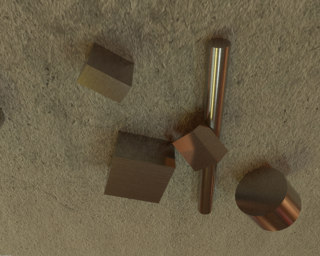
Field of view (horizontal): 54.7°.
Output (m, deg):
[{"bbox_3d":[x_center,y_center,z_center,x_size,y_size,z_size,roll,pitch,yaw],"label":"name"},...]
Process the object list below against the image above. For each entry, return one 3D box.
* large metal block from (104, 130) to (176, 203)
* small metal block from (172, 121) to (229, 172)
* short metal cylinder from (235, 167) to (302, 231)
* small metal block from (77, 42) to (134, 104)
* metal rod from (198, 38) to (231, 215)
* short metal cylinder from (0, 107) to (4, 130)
[{"bbox_3d":[-0.030,0.057,0.439,0.081,0.050,0.079,12,129,-11],"label":"large metal block"},{"bbox_3d":[0.052,0.025,0.404,0.050,0.025,0.050,51,144,-2],"label":"small metal block"},{"bbox_3d":[0.161,0.106,0.464,0.080,0.080,0.050,-31,124,23],"label":"short metal cylinder"},{"bbox_3d":[-0.058,-0.061,0.338,0.050,0.050,0.025,26,125,-21],"label":"small metal block"},{"bbox_3d":[0.070,0.023,0.427,0.025,0.025,0.298,-2,130,1],"label":"metal rod"},{"bbox_3d":[-0.245,-0.005,0.383,0.081,0.050,0.079,0,130,0],"label":"short metal cylinder"}]
